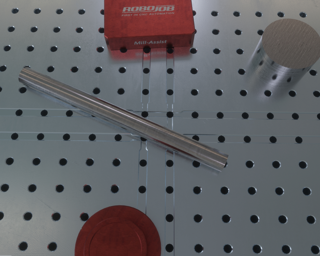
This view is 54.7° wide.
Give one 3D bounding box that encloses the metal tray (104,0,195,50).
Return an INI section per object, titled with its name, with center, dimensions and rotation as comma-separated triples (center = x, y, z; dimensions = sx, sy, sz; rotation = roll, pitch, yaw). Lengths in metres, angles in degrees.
[metal tray]
center = -0.017, -0.168, 0.470
dimensions = 0.131, 0.030, 0.090
rotation = -3, 70, -2

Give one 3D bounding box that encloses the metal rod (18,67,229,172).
[metal rod]
center = -0.054, -0.015, 0.416
dimensions = 0.301, 0.025, 0.025
rotation = 24, 72, 8

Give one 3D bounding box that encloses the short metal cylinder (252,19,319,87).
[short metal cylinder]
center = 0.177, -0.106, 0.438
dimensions = 0.081, 0.050, 0.080
rotation = 0, 70, 0

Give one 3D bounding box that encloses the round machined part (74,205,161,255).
[round machined part]
center = -0.048, 0.138, 0.352
dimensions = 0.099, 0.042, 0.098
rotation = 0, 70, 0
